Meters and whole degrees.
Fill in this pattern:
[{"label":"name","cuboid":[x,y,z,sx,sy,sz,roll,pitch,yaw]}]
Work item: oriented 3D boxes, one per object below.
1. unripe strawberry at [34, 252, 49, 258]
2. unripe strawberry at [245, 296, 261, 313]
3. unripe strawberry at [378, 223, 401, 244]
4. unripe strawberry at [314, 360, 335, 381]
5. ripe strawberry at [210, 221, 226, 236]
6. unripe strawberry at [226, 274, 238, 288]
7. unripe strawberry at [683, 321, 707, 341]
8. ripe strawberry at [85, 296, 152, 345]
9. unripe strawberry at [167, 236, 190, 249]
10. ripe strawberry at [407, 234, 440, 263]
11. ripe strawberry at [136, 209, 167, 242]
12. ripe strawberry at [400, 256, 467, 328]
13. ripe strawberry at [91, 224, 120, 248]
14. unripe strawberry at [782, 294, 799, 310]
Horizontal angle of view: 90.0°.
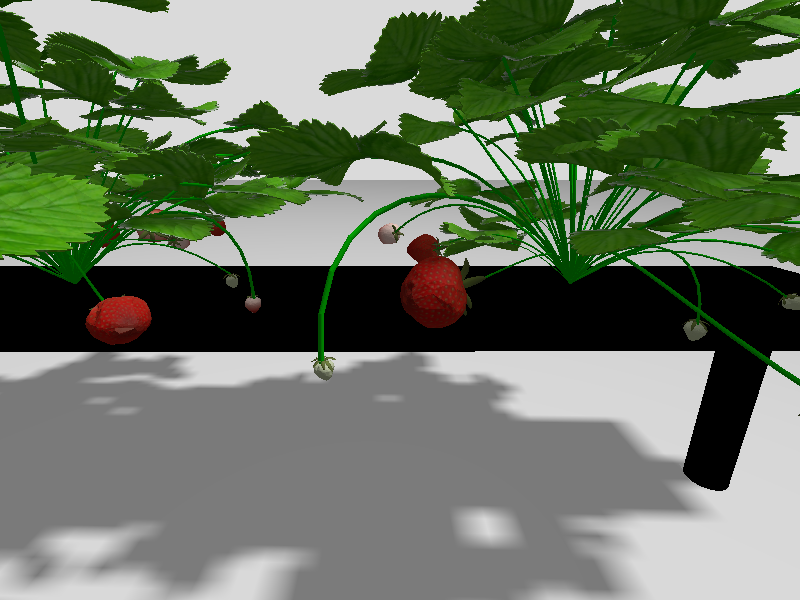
[{"label":"unripe strawberry","cuboid":[-0.431,-0.068,0.470,0.038,0.037,0.035,15,23,39]},{"label":"unripe strawberry","cuboid":[-0.103,0.003,0.283,0.011,0.011,0.011,8,20,22]},{"label":"unripe strawberry","cuboid":[-0.016,-0.089,0.539,0.032,0.027,0.032,-16,11,-39]},{"label":"unripe strawberry","cuboid":[-0.036,0.033,0.189,0.010,0.010,0.011,-17,25,-41]},{"label":"ripe strawberry","cuboid":[-0.273,-0.108,0.601,0.024,0.028,0.027,2,-30,5]},{"label":"unripe strawberry","cuboid":[-0.147,-0.017,0.352,0.010,0.012,0.012,-10,17,8]},{"label":"unripe strawberry","cuboid":[0.166,0.018,0.226,0.010,0.011,0.011,-1,18,-4]},{"label":"ripe strawberry","cuboid":[-0.162,0.013,0.233,0.029,0.029,0.032,18,26,42]},{"label":"unripe strawberry","cuboid":[-0.285,-0.080,0.520,0.026,0.028,0.028,1,18,3]},{"label":"ripe strawberry","cuboid":[0.024,-0.055,0.434,0.035,0.034,0.032,8,20,30]},{"label":"ripe strawberry","cuboid":[-0.334,-0.103,0.554,0.052,0.045,0.052,-3,18,-10]},{"label":"ripe strawberry","cuboid":[0.020,-0.004,0.257,0.044,0.046,0.040,-14,23,-35]},{"label":"ripe strawberry","cuboid":[-0.390,-0.089,0.522,0.043,0.039,0.039,-10,20,-27]},{"label":"unripe strawberry","cuboid":[0.289,0.002,0.294,0.012,0.012,0.011,42,31,11]}]
